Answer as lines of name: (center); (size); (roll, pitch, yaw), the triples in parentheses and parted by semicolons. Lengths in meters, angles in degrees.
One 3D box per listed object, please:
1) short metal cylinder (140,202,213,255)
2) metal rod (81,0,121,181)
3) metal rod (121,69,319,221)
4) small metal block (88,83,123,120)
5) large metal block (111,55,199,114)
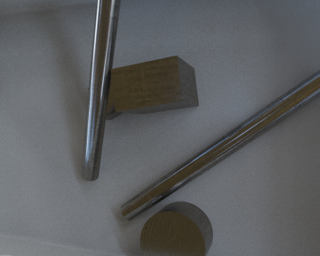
short metal cylinder: (0.022, 0.138, 0.389); (0.080, 0.050, 0.079); (0, 90, 19)
metal rod: (-0.072, -0.057, 0.372); (0.025, 0.025, 0.298); (24, 122, 18)
metal rod: (0.071, 0.030, 0.385); (0.300, 0.025, 0.025); (-37, 79, 16)
small metal block: (-0.065, -0.045, 0.432); (0.050, 0.025, 0.050); (-29, 81, 17)
large metal block: (-0.003, -0.049, 0.382); (0.080, 0.080, 0.050); (-8, 88, 19)
